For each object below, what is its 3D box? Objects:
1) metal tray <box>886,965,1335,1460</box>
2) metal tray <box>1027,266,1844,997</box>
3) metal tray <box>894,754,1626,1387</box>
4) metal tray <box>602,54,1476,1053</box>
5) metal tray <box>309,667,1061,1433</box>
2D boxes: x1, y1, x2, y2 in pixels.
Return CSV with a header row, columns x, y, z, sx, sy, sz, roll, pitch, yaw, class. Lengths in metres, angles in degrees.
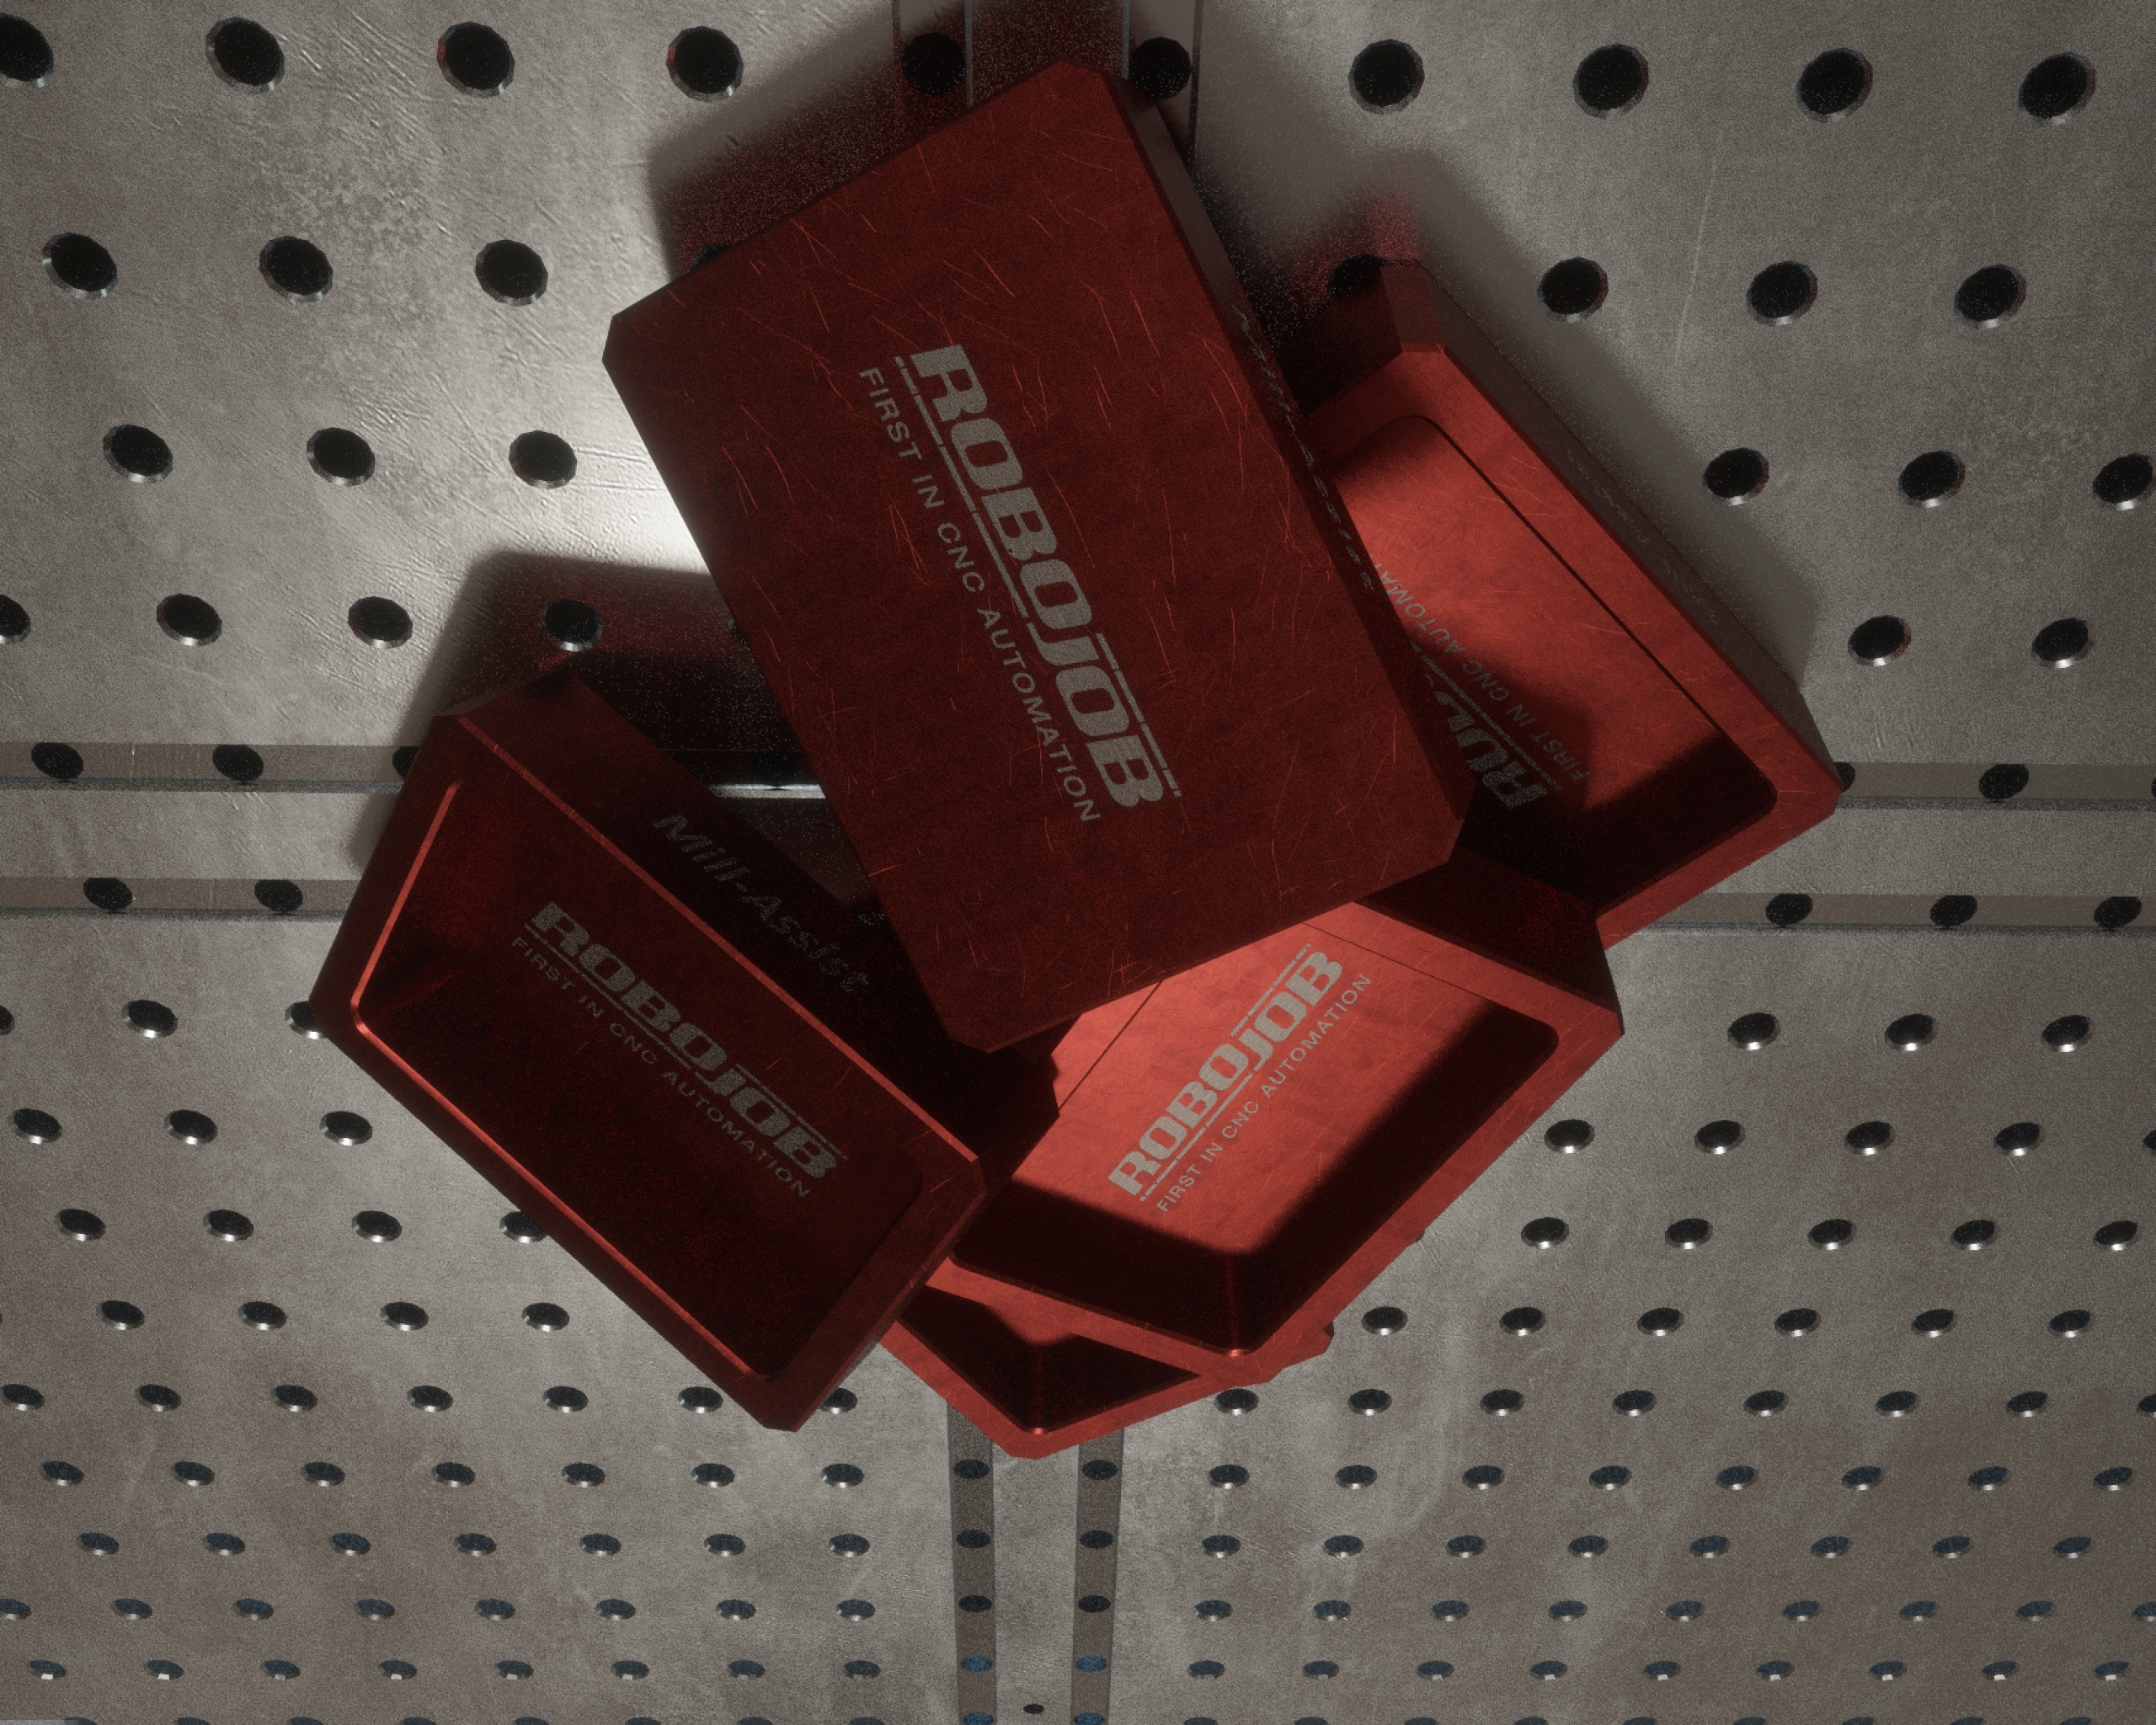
x,y,z,sx,sy,sz,roll,pitch,yaw,class
-0.011,0.081,0.477,0.090,0.030,0.130,-26,126,20,metal tray
0.065,-0.033,0.381,0.090,0.030,0.130,-36,122,26,metal tray
0.031,0.046,0.408,0.091,0.030,0.129,23,126,-19,metal tray
-0.005,-0.045,0.330,0.090,0.030,0.129,-24,96,18,metal tray
-0.078,0.037,0.398,0.130,0.030,0.089,40,124,6,metal tray
